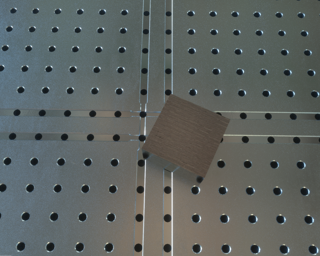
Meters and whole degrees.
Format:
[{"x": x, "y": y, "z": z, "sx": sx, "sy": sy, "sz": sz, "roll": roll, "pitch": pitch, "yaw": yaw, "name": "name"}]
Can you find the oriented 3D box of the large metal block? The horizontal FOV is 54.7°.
[{"x": 0.032, "y": 0.015, "z": 0.393, "sx": 0.080, "sy": 0.050, "sz": 0.080, "roll": 25, "pitch": 72, "yaw": 8, "name": "large metal block"}]
